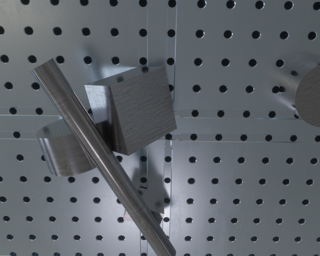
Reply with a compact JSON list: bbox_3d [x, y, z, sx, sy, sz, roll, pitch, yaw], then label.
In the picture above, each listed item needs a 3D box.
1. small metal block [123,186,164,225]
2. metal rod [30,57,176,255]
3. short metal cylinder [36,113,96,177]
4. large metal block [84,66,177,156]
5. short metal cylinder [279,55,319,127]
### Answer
[{"bbox_3d":[-0.022,0.111,0.441,0.050,0.050,0.025,17,109,-6],"label":"small metal block"},{"bbox_3d":[-0.053,0.056,0.367,0.025,0.025,0.299,-24,115,8],"label":"metal rod"},{"bbox_3d":[-0.107,0.019,0.390,0.080,0.080,0.050,-11,110,4],"label":"short metal cylinder"},{"bbox_3d":[-0.032,-0.024,0.369,0.081,0.050,0.079,-28,115,-38],"label":"large metal block"},{"bbox_3d":[0.198,-0.047,0.385,0.081,0.050,0.079,0,110,0],"label":"short metal cylinder"}]
